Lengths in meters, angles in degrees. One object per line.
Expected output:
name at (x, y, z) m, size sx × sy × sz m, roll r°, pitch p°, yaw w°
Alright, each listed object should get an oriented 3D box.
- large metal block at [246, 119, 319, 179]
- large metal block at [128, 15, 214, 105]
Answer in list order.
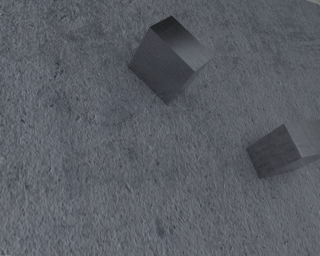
large metal block at (0.189, 0.031, 0.451) m, size 0.081 × 0.080 × 0.050 m, roll -6°, pitch 65°, yaw -31°
large metal block at (0.013, -0.092, 0.432) m, size 0.080 × 0.080 × 0.050 m, roll 45°, pitch 51°, yaw 3°
